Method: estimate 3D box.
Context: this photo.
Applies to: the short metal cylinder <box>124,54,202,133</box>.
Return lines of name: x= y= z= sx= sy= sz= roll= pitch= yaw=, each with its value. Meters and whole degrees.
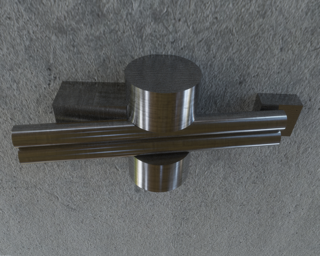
short metal cylinder: x=0.003 y=-0.040 z=0.339 sx=0.081 sy=0.080 sz=0.050 roll=1 pitch=130 yaw=-1

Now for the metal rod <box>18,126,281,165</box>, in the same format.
metal rod: x=-0.005 y=0.019 z=0.366 sx=0.302 sy=0.025 sz=0.025 roll=-4 pitch=131 yaw=-8

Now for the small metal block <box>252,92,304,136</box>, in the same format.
small metal block: x=0.146 y=-0.017 z=0.396 sx=0.050 sy=0.025 sz=0.050 roll=2 pitch=130 yaw=-2

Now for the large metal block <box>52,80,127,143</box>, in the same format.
large metal block: x=-0.079 y=-0.010 z=0.383 sx=0.081 sy=0.050 sz=0.079 roll=1 pitch=130 yaw=-2

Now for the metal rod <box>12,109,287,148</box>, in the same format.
metal rod: x=-0.004 y=0.000 z=0.350 sx=0.302 sy=0.025 sz=0.025 roll=-4 pitch=131 yaw=-8

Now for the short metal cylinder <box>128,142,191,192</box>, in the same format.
short metal cylinder: x=-0.001 y=0.036 z=0.403 sx=0.081 sy=0.080 sz=0.050 roll=1 pitch=130 yaw=-1
